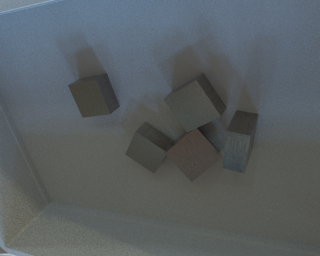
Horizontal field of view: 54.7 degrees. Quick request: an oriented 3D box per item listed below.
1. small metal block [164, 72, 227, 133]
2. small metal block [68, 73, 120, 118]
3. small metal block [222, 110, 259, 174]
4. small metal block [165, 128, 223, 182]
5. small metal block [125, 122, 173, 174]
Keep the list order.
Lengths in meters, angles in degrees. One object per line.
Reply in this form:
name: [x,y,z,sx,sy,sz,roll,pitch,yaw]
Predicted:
small metal block: [0.042,-0.029,0.368,0.050,0.025,0.050,-28,103,37]
small metal block: [-0.091,-0.044,0.427,0.050,0.025,0.050,-5,116,30]
small metal block: [0.092,0.015,0.353,0.025,0.050,0.050,13,124,21]
small metal block: [0.042,0.031,0.391,0.050,0.025,0.050,-41,97,10]
small metal block: [-0.014,0.028,0.431,0.050,0.025,0.050,33,132,6]
